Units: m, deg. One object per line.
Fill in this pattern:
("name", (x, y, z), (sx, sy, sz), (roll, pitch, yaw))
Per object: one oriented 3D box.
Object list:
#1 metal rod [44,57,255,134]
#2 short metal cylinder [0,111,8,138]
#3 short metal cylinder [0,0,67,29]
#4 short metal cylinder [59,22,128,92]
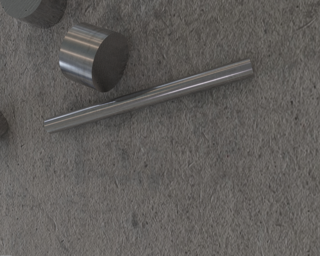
("metal rod", (-0.028, -0.038, 0.418), (0.301, 0.025, 0.025), (-14, 85, 19))
("short metal cylinder", (-0.290, -0.003, 0.482), (0.050, 0.080, 0.080), (-41, 77, 15))
("short metal cylinder", (-0.188, -0.196, 0.462), (0.080, 0.050, 0.080), (0, 90, 20))
("short metal cylinder", (-0.085, -0.093, 0.410), (0.050, 0.080, 0.080), (23, 98, 18))
